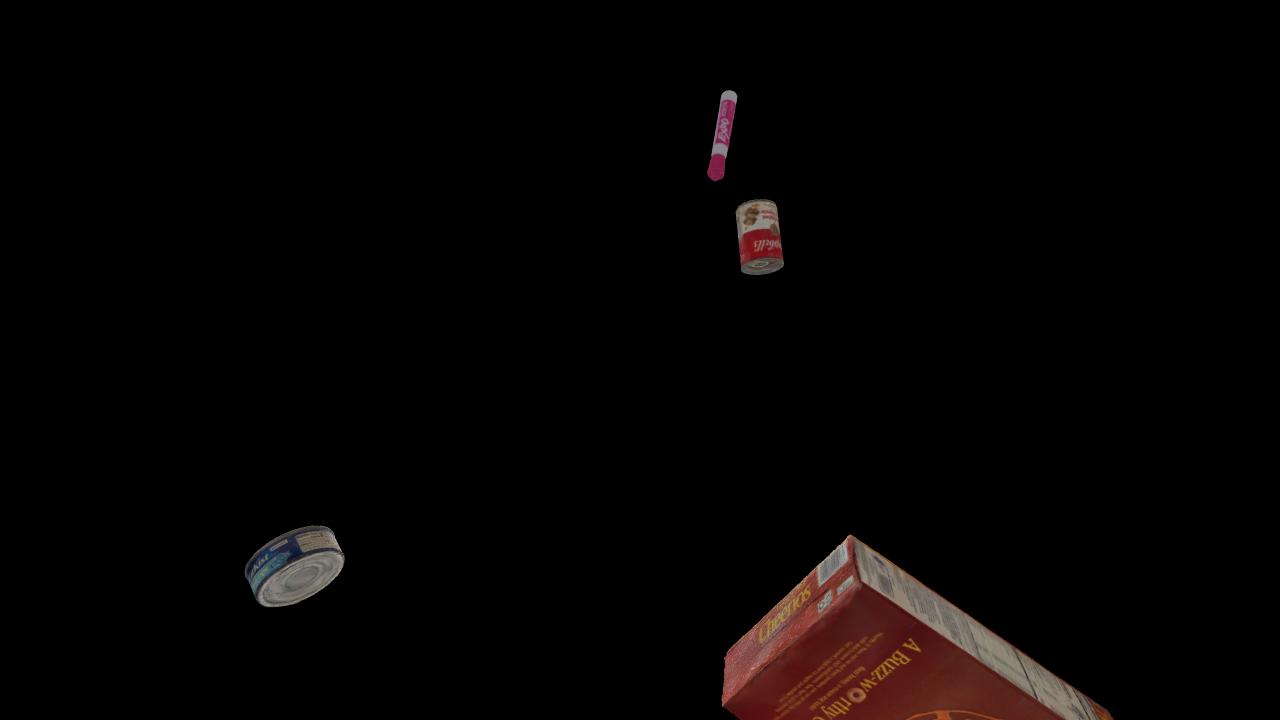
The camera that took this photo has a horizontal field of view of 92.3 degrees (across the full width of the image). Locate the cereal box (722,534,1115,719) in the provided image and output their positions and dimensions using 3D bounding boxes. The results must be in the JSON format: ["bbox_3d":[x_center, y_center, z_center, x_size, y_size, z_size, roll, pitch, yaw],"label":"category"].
[{"bbox_3d":[0.259,0.331,0.583,0.306,0.203,0.081,34,24,-2],"label":"cereal box"}]

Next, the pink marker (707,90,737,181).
[{"bbox_3d":[0.091,-0.249,0.683,0.020,0.121,0.020,10,-23,4],"label":"pink marker"}]

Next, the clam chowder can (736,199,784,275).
[{"bbox_3d":[0.189,-0.195,0.978,0.068,0.102,0.068,-3,-14,-1],"label":"clam chowder can"}]

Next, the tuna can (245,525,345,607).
[{"bbox_3d":[-0.344,0.208,0.617,0.034,0.084,0.084,46,25,27],"label":"tuna can"}]
